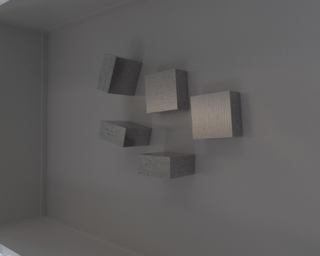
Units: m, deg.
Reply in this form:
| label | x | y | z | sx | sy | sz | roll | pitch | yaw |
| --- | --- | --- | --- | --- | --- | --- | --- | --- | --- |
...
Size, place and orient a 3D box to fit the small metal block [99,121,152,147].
| label | x | y | z | sx | sy | sz | roll | pitch | yaw |
| --- | --- | --- | --- | --- | --- | --- | --- | --- | --- |
| small metal block | -0.048 | 0.007 | 0.430 | 0.050 | 0.050 | 0.025 | 16 | 100 | 39 |

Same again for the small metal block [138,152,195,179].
| label | x | y | z | sx | sy | sz | roll | pitch | yaw |
| --- | --- | --- | --- | --- | --- | --- | --- | --- | --- |
| small metal block | 0.008 | 0.045 | 0.384 | 0.050 | 0.050 | 0.025 | 1 | 91 | 40 |

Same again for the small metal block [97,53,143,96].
| label | x | y | z | sx | sy | sz | roll | pitch | yaw |
| --- | --- | --- | --- | --- | --- | --- | --- | --- | --- |
| small metal block | -0.057 | -0.074 | 0.437 | 0.025 | 0.050 | 0.050 | 25 | 106 | 37 |

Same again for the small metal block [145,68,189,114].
| label | x | y | z | sx | sy | sz | roll | pitch | yaw |
| --- | --- | --- | --- | --- | --- | --- | --- | --- | --- |
| small metal block | 0.009 | -0.046 | 0.400 | 0.050 | 0.025 | 0.050 | -5 | 87 | 40 |

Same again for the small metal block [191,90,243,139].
| label | x | y | z | sx | sy | sz | roll | pitch | yaw |
| --- | --- | --- | --- | --- | --- | --- | --- | --- | --- |
| small metal block | 0.064 | -0.014 | 0.354 | 0.050 | 0.025 | 0.050 | -5 | 87 | 40 |
